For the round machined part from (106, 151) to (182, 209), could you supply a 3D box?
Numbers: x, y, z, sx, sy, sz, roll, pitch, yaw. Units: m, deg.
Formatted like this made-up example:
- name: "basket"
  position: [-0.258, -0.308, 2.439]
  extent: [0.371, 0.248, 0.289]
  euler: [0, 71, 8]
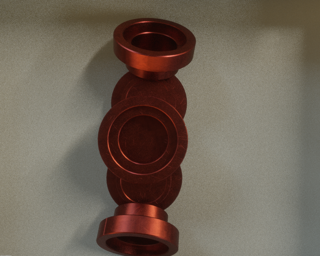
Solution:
- name: "round machined part"
  position: [-0.020, 0.065, 0.401]
  extent: [0.099, 0.042, 0.097]
  euler: [0, 90, -1]

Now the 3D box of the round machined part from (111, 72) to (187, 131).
- name: "round machined part"
  position: [-0.014, -0.033, 0.401]
  extent: [0.099, 0.042, 0.097]
  euler: [0, 90, -1]

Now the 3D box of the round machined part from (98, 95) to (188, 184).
- name: "round machined part"
  position: [-0.018, 0.013, 0.358]
  extent: [0.099, 0.042, 0.097]
  euler: [0, 90, -1]

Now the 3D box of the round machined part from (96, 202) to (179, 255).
- name: "round machined part"
  position: [-0.026, 0.126, 0.383]
  extent: [0.099, 0.097, 0.042]
  euler: [6, 53, -1]

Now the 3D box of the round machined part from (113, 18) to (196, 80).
- name: "round machined part"
  position: [-0.008, -0.095, 0.383]
  extent: [0.099, 0.098, 0.042]
  euler: [7, 132, -1]
